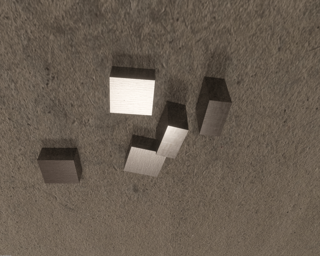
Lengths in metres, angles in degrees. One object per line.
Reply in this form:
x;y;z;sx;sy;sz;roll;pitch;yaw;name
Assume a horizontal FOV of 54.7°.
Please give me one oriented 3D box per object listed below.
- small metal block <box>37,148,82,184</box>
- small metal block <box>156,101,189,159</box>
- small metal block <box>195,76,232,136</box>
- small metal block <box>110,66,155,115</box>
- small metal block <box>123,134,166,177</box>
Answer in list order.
-0.145;0.055;0.452;0.050;0.025;0.050;0;130;-1;small metal block
0.014;0.002;0.393;0.025;0.050;0.050;13;129;-11;small metal block
0.062;-0.026;0.370;0.025;0.050;0.050;6;130;-5;small metal block
-0.033;-0.044;0.369;0.050;0.025;0.050;4;130;-4;small metal block
-0.021;0.040;0.441;0.050;0.025;0.050;13;129;-11;small metal block
